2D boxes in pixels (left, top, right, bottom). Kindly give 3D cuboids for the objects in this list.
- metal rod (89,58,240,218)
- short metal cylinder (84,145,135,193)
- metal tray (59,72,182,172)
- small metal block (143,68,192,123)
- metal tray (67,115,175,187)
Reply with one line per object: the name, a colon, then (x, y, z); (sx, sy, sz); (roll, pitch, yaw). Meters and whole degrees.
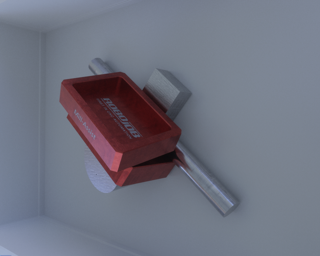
metal rod: (-0.011, -0.005, 0.414); (0.300, 0.025, 0.025); (46, 118, 29)
short metal cylinder: (-0.061, 0.044, 0.430); (0.080, 0.050, 0.079); (10, 104, 44)
metal tray: (-0.049, -0.015, 0.368); (0.130, 0.091, 0.030); (47, 135, 29)
small metal block: (0.005, -0.041, 0.399); (0.050, 0.025, 0.050); (48, 118, 29)
metal tray: (-0.050, 0.013, 0.401); (0.130, 0.091, 0.030); (47, 118, 29)
